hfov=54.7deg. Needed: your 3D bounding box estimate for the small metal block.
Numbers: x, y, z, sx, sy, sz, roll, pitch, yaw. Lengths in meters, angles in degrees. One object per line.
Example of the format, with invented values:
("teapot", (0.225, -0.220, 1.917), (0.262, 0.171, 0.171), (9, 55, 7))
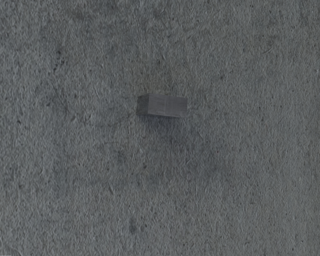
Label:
("small metal block", (0.001, -0.027, 0.398), (0.050, 0.050, 0.025), (6, 88, -20))
